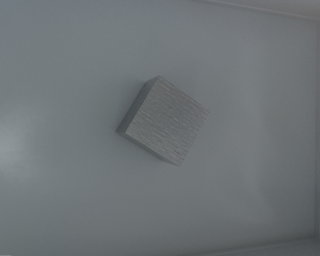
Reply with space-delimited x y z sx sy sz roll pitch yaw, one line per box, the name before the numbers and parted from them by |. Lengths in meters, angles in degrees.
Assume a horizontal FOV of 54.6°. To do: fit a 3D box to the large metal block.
large metal block | 0.003 -0.008 0.395 0.080 0.050 0.080 33 79 -17
